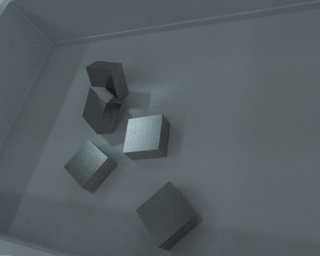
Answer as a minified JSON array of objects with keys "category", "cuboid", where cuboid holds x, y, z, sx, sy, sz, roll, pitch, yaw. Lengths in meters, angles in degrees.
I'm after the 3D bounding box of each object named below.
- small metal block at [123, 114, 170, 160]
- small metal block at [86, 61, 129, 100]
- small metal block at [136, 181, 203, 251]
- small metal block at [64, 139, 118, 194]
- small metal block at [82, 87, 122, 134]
[{"category":"small metal block","cuboid":[-0.017,0.013,0.405,0.050,0.025,0.050,-7,58,24]},{"category":"small metal block","cuboid":[-0.080,-0.072,0.470,0.050,0.050,0.025,13,38,33]},{"category":"small metal block","cuboid":[0.010,0.096,0.341,0.050,0.025,0.050,-41,51,0]},{"category":"small metal block","cuboid":[-0.094,0.052,0.422,0.050,0.025,0.050,-49,52,-7]},{"category":"small metal block","cuboid":[-0.085,-0.026,0.449,0.050,0.025,0.050,42,122,38]}]
